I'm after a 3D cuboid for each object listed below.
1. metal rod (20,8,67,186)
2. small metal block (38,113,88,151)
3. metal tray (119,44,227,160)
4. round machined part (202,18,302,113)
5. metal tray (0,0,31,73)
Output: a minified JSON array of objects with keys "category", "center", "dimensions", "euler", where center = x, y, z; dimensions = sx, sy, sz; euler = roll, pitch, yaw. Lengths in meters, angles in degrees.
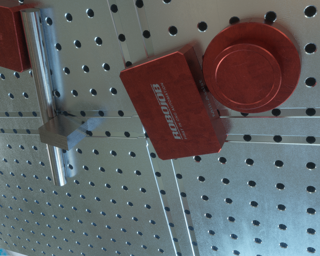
[{"category":"metal rod","center":[-0.175,-0.028,0.483],"dimensions":[0.025,0.025,0.298],"euler":[15,125,19]},{"category":"small metal block","center":[-0.146,0.005,0.472],"dimensions":[0.050,0.050,0.025],"euler":[15,124,18]},{"category":"metal tray","center":[0.017,-0.026,0.382],"dimensions":[0.090,0.030,0.129],"euler":[-12,113,33]},{"category":"round machined part","center":[0.090,-0.058,0.316],"dimensions":[0.098,0.042,0.097],"euler":[13,124,20]},{"category":"metal tray","center":[-0.244,-0.140,0.447],"dimensions":[0.130,0.030,0.089],"euler":[18,125,17]}]
